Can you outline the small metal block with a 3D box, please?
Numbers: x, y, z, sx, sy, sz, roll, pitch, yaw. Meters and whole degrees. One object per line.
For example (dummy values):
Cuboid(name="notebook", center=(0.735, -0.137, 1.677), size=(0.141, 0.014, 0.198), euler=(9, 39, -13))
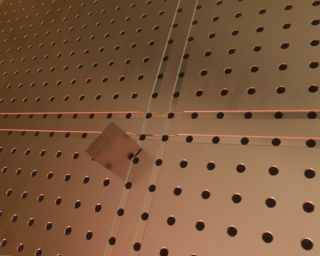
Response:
Cuboid(name="small metal block", center=(-0.060, 0.028, 0.405), size=(0.050, 0.050, 0.025), euler=(-49, 52, -6))
